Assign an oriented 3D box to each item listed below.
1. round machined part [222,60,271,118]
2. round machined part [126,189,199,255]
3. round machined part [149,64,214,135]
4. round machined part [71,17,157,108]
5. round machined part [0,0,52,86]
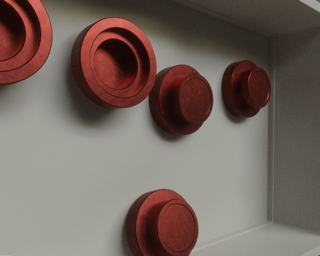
[{"bbox_3d":[0.152,-0.067,0.526,0.099,0.042,0.097,0,90,-40],"label":"round machined part"},{"bbox_3d":[0.010,0.126,0.390,0.099,0.042,0.098,16,64,-36],"label":"round machined part"},{"bbox_3d":[0.036,-0.039,0.428,0.099,0.042,0.097,0,90,-40],"label":"round machined part"},{"bbox_3d":[-0.055,-0.071,0.351,0.099,0.042,0.097,0,90,-40],"label":"round machined part"},{"bbox_3d":[-0.150,-0.084,0.270,0.099,0.042,0.097,0,90,-40],"label":"round machined part"}]
